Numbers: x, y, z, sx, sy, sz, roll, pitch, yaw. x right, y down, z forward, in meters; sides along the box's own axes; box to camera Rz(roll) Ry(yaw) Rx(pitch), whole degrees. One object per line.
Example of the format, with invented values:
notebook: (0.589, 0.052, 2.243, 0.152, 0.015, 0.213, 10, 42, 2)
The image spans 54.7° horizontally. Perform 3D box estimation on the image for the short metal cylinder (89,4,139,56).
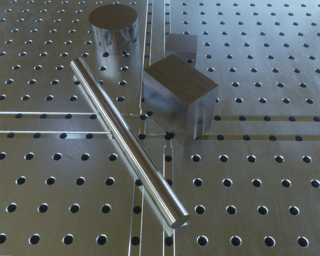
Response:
short metal cylinder: (-0.078, -0.170, 0.533, 0.081, 0.050, 0.080, 0, 50, 0)

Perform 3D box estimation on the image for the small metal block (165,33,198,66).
small metal block: (0.036, -0.132, 0.519, 0.050, 0.025, 0.050, 5, 50, 3)

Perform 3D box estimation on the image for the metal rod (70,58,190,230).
metal rod: (-0.054, -0.001, 0.407, 0.025, 0.025, 0.300, -24, 54, -19)

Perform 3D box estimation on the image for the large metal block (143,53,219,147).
large metal block: (0.024, -0.036, 0.402, 0.050, 0.080, 0.080, -34, 58, -25)
